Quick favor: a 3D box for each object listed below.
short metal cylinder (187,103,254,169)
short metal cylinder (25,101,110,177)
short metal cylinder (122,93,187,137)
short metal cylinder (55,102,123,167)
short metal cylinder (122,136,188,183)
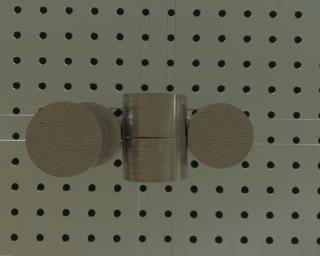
[{"bbox_3d":[0.074,0.009,0.401,0.081,0.050,0.079,0,90,-1],"label":"short metal cylinder"},{"bbox_3d":[-0.100,0.012,0.348,0.081,0.050,0.079,0,90,0],"label":"short metal cylinder"},{"bbox_3d":[-0.007,-0.015,0.386,0.081,0.080,0.050,1,91,0],"label":"short metal cylinder"},{"bbox_3d":[-0.088,0.008,0.400,0.081,0.050,0.079,0,90,-1],"label":"short metal cylinder"},{"bbox_3d":[-0.006,0.036,0.385,0.081,0.080,0.050,-1,90,0],"label":"short metal cylinder"}]
